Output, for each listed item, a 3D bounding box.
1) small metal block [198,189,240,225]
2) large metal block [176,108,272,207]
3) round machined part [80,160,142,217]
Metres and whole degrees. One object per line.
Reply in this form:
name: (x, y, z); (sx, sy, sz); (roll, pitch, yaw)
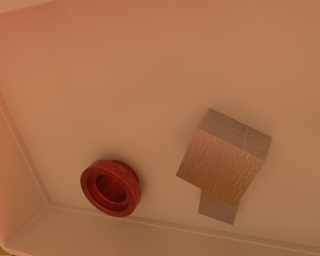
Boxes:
small metal block: (0.083, 0.100, 0.426); (0.050, 0.025, 0.050); (15, 125, 19)
large metal block: (0.075, 0.035, 0.374); (0.080, 0.050, 0.079); (27, 128, 11)
round machined part: (-0.073, 0.090, 0.490); (0.098, 0.042, 0.097); (13, 124, 20)
